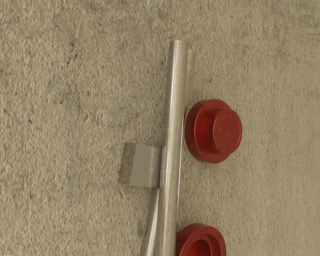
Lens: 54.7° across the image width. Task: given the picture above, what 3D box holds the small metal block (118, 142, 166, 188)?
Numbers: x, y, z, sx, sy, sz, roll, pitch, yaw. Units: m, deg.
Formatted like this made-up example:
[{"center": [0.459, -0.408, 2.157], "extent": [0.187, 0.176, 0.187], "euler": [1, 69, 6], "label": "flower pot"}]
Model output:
[{"center": [-0.021, 0.047, 0.387], "extent": [0.050, 0.025, 0.050], "euler": [15, 80, -39], "label": "small metal block"}]

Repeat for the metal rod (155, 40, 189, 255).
[{"center": [0.014, 0.041, 0.383], "extent": [0.025, 0.025, 0.298], "euler": [7, 85, -40], "label": "metal rod"}]

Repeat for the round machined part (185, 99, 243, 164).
[{"center": [0.087, 0.005, 0.466], "extent": [0.099, 0.042, 0.097], "euler": [0, 90, -40], "label": "round machined part"}]

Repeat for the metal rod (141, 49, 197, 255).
[{"center": [0.012, 0.039, 0.414], "extent": [0.025, 0.025, 0.299], "euler": [18, 79, -39], "label": "metal rod"}]

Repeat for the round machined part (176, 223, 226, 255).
[{"center": [0.045, 0.181, 0.432], "extent": [0.099, 0.042, 0.097], "euler": [0, 90, -40], "label": "round machined part"}]
